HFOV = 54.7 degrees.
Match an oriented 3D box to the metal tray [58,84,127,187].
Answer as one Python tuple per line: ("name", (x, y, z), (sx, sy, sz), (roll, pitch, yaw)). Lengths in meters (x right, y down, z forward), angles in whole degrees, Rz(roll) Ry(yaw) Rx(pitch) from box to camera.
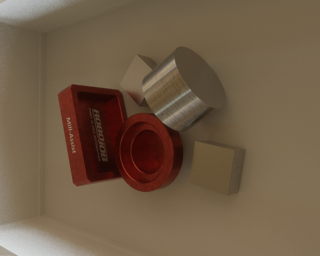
("metal tray", (-0.084, 0.009, 0.429), (0.030, 0.091, 0.129), (-22, 76, 38))

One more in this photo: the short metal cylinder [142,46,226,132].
("short metal cylinder", (0.027, -0.043, 0.345), (0.050, 0.081, 0.080), (-36, 68, 34))

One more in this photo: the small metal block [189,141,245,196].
("small metal block", (0.064, 0.044, 0.350), (0.050, 0.025, 0.050), (12, 97, 40))

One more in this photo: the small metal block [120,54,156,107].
("small metal block", (-0.021, -0.064, 0.420), (0.050, 0.025, 0.050), (49, 119, 30))

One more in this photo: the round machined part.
("round machined part", (-0.010, 0.030, 0.398), (0.098, 0.042, 0.097), (0, 90, 39))
